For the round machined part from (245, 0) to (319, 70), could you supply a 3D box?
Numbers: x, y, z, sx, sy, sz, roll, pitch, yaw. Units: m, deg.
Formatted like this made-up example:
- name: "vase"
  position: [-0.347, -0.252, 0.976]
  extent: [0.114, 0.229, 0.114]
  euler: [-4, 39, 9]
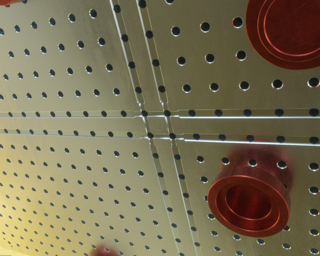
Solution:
- name: "round machined part"
  position: [0.125, -0.097, 0.274]
  extent: [0.098, 0.042, 0.097]
  euler: [13, 124, 21]

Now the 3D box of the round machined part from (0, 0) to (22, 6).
- name: "round machined part"
  position: [-0.216, -0.205, 0.389]
  extent: [0.098, 0.042, 0.097]
  euler: [13, 124, 21]

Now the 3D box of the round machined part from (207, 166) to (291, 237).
- name: "round machined part"
  position: [0.114, 0.088, 0.395]
  extent: [0.098, 0.042, 0.097]
  euler: [13, 124, 21]
